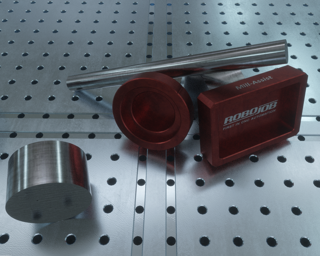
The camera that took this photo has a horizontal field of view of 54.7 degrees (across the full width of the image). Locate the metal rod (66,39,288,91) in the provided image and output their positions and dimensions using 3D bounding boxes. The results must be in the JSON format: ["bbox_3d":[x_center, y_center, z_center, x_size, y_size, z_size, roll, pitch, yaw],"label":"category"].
[{"bbox_3d":[0.000,-0.073,0.392,0.300,0.025,0.025,-3,46,29],"label":"metal rod"}]

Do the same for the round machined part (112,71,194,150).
[{"bbox_3d":[-0.005,-0.024,0.383,0.098,0.097,0.042,15,34,12],"label":"round machined part"}]

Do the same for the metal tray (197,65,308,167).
[{"bbox_3d":[0.112,-0.015,0.375,0.131,0.089,0.030,-19,36,-15],"label":"metal tray"}]

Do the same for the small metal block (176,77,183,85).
[{"bbox_3d":[0.016,-0.048,0.432,0.025,0.050,0.050,12,51,10],"label":"small metal block"}]

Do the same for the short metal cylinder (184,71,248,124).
[{"bbox_3d":[0.073,-0.043,0.409,0.050,0.080,0.080,-19,53,-15],"label":"short metal cylinder"}]

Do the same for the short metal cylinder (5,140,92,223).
[{"bbox_3d":[-0.115,0.057,0.323,0.081,0.080,0.050,-11,51,-9],"label":"short metal cylinder"}]
